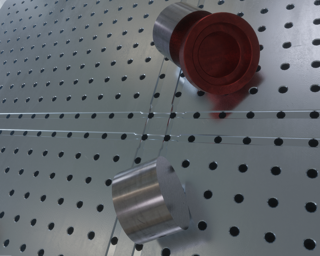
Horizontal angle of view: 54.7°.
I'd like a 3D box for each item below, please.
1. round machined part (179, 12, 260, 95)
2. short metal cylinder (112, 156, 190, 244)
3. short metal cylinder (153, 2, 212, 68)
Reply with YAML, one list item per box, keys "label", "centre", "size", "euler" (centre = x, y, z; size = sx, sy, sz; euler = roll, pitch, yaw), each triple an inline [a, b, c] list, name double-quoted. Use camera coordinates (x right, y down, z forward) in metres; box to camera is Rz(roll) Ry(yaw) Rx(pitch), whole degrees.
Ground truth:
- label: "round machined part"
  centre: [0.072, -0.092, 0.393]
  size: [0.098, 0.098, 0.042]
  euler: [-43, 16, -2]
- label: "short metal cylinder"
  centre: [-0.008, 0.076, 0.330]
  size: [0.050, 0.080, 0.080]
  euler: [-23, 53, 14]
- label: "short metal cylinder"
  centre: [0.037, -0.127, 0.427]
  size: [0.080, 0.080, 0.050]
  euler: [-41, 43, 0]
